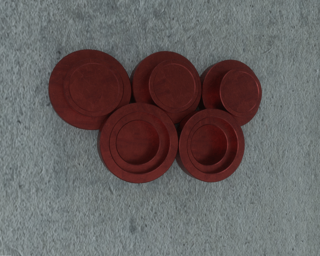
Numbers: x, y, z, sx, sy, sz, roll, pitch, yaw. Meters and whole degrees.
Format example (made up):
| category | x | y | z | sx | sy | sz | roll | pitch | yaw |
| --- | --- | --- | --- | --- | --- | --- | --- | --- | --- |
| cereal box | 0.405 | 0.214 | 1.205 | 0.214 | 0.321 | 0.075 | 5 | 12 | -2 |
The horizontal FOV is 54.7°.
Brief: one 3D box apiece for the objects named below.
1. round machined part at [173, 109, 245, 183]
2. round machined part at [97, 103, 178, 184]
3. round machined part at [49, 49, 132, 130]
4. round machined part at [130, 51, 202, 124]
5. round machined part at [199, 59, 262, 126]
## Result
| category | x | y | z | sx | sy | sz | roll | pitch | yaw |
| --- | --- | --- | --- | --- | --- | --- | --- | --- | --- |
| round machined part | 0.063 | 0.023 | 0.426 | 0.099 | 0.042 | 0.097 | 0 | 90 | -21 |
| round machined part | -0.030 | 0.018 | 0.391 | 0.099 | 0.042 | 0.097 | 0 | 90 | -21 |
| round machined part | -0.081 | -0.046 | 0.372 | 0.099 | 0.042 | 0.097 | 0 | 90 | -21 |
| round machined part | 0.012 | -0.053 | 0.407 | 0.099 | 0.042 | 0.097 | 0 | 90 | -21 |
| round machined part | 0.105 | -0.049 | 0.441 | 0.099 | 0.042 | 0.097 | 0 | 90 | -21 |
